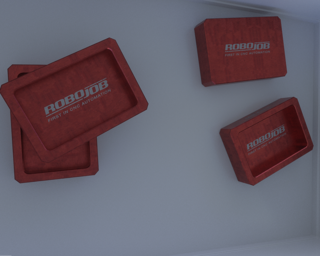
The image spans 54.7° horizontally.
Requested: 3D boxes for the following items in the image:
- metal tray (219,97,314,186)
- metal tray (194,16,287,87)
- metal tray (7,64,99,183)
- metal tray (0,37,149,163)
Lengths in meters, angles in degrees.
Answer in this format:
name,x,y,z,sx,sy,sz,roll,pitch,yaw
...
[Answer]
name,x,y,z,sx,sy,sz,roll,pitch,yaw
metal tray,0.164,0.018,0.470,0.131,0.030,0.090,-25,99,-19
metal tray,0.120,-0.113,0.454,0.131,0.030,0.089,-9,93,-20
metal tray,-0.123,-0.007,0.362,0.091,0.030,0.129,-4,91,-20
metal tray,-0.090,-0.032,0.342,0.131,0.030,0.090,-30,100,-18
